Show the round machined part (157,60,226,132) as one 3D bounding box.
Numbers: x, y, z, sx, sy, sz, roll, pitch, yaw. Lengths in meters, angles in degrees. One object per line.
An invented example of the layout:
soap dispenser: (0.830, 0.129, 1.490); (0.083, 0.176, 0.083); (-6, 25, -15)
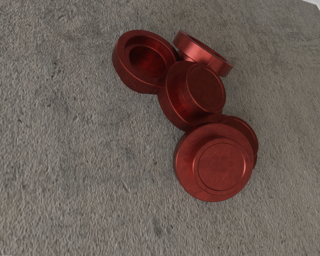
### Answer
round machined part: (0.048, -0.045, 0.407); (0.099, 0.042, 0.098); (14, 64, -32)

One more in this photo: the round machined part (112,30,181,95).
round machined part: (-0.021, -0.087, 0.438); (0.099, 0.042, 0.098); (14, 56, -21)

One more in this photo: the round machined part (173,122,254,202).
round machined part: (0.068, 0.043, 0.374); (0.099, 0.042, 0.097); (-1, 95, -9)

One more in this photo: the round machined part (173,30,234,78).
round machined part: (0.060, -0.105, 0.475); (0.098, 0.042, 0.098); (29, 21, -12)

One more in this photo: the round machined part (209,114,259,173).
round machined part: (0.098, 0.021, 0.436); (0.099, 0.042, 0.098); (14, 56, -21)
